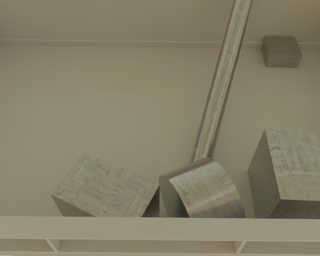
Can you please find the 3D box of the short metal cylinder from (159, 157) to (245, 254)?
[{"bbox_3d":[0.039,0.075,0.307,0.050,0.080,0.080,-20,53,-16],"label":"short metal cylinder"}]

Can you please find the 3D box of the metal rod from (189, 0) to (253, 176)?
[{"bbox_3d":[0.086,-0.080,0.400,0.025,0.025,0.299,14,74,11],"label":"metal rod"}]

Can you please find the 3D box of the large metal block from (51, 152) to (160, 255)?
[{"bbox_3d":[-0.048,0.079,0.302,0.080,0.080,0.050,21,53,16],"label":"large metal block"}]

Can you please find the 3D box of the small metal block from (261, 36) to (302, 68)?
[{"bbox_3d":[0.200,-0.126,0.514,0.050,0.025,0.050,2,50,1],"label":"small metal block"}]

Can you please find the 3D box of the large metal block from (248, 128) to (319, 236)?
[{"bbox_3d":[0.131,0.057,0.323,0.050,0.080,0.080,2,50,1],"label":"large metal block"}]
